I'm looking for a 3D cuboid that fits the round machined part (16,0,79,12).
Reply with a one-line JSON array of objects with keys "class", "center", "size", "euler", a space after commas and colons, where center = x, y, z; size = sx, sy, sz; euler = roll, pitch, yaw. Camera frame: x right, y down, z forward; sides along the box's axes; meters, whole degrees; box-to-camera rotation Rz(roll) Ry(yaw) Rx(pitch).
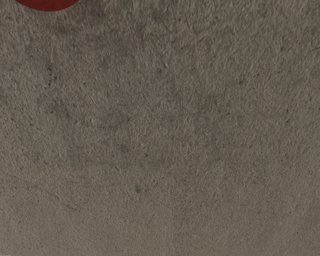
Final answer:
[{"class": "round machined part", "center": [-0.107, -0.149, 0.268], "size": [0.099, 0.042, 0.097], "euler": [0, 130, 0]}]
